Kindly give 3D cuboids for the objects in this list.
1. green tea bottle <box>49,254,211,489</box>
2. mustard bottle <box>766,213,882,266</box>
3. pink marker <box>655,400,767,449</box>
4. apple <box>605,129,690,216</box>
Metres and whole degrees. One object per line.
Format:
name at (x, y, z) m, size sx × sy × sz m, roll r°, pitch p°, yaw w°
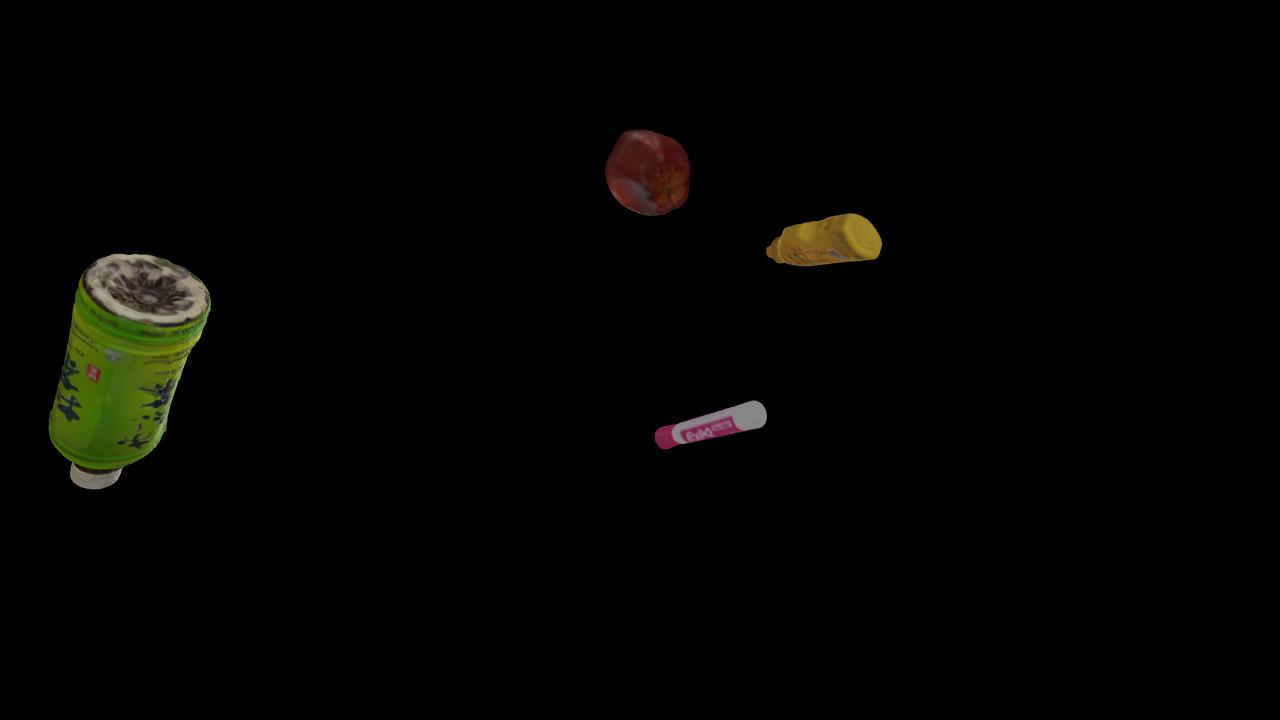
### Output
green tea bottle at (-0.376, 0.021, 0.446) m, size 0.073 × 0.073 × 0.212 m, roll 0°, pitch -41°, yaw -49°
mustard bottle at (0.264, -0.175, 0.937) m, size 0.092 × 0.054 × 0.184 m, roll 19°, pitch -9°, yaw -33°
pink marker at (0.047, 0.051, 0.460) m, size 0.020 × 0.020 × 0.121 m, roll 0°, pitch -14°, yaw -31°
apple at (0.009, -0.175, 0.580) m, size 0.079 × 0.079 × 0.093 m, roll 0°, pitch 31°, yaw -31°
